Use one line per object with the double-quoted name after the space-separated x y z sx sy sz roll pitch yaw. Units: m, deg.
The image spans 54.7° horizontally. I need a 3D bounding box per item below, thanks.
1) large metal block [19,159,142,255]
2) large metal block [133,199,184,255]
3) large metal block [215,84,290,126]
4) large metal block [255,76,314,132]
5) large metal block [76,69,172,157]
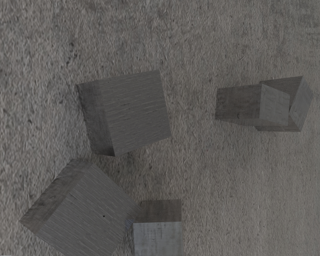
-0.079 0.090 0.322 0.080 0.050 0.080 51 60 -28 "large metal block"
0.002 0.135 0.363 0.050 0.080 0.079 -3 93 4 "large metal block"
0.146 -0.033 0.491 0.081 0.080 0.050 10 84 -40 "large metal block"
0.210 -0.041 0.545 0.050 0.080 0.080 44 64 -32 "large metal block"
-0.039 -0.019 0.355 0.081 0.050 0.079 -18 102 -39 "large metal block"
